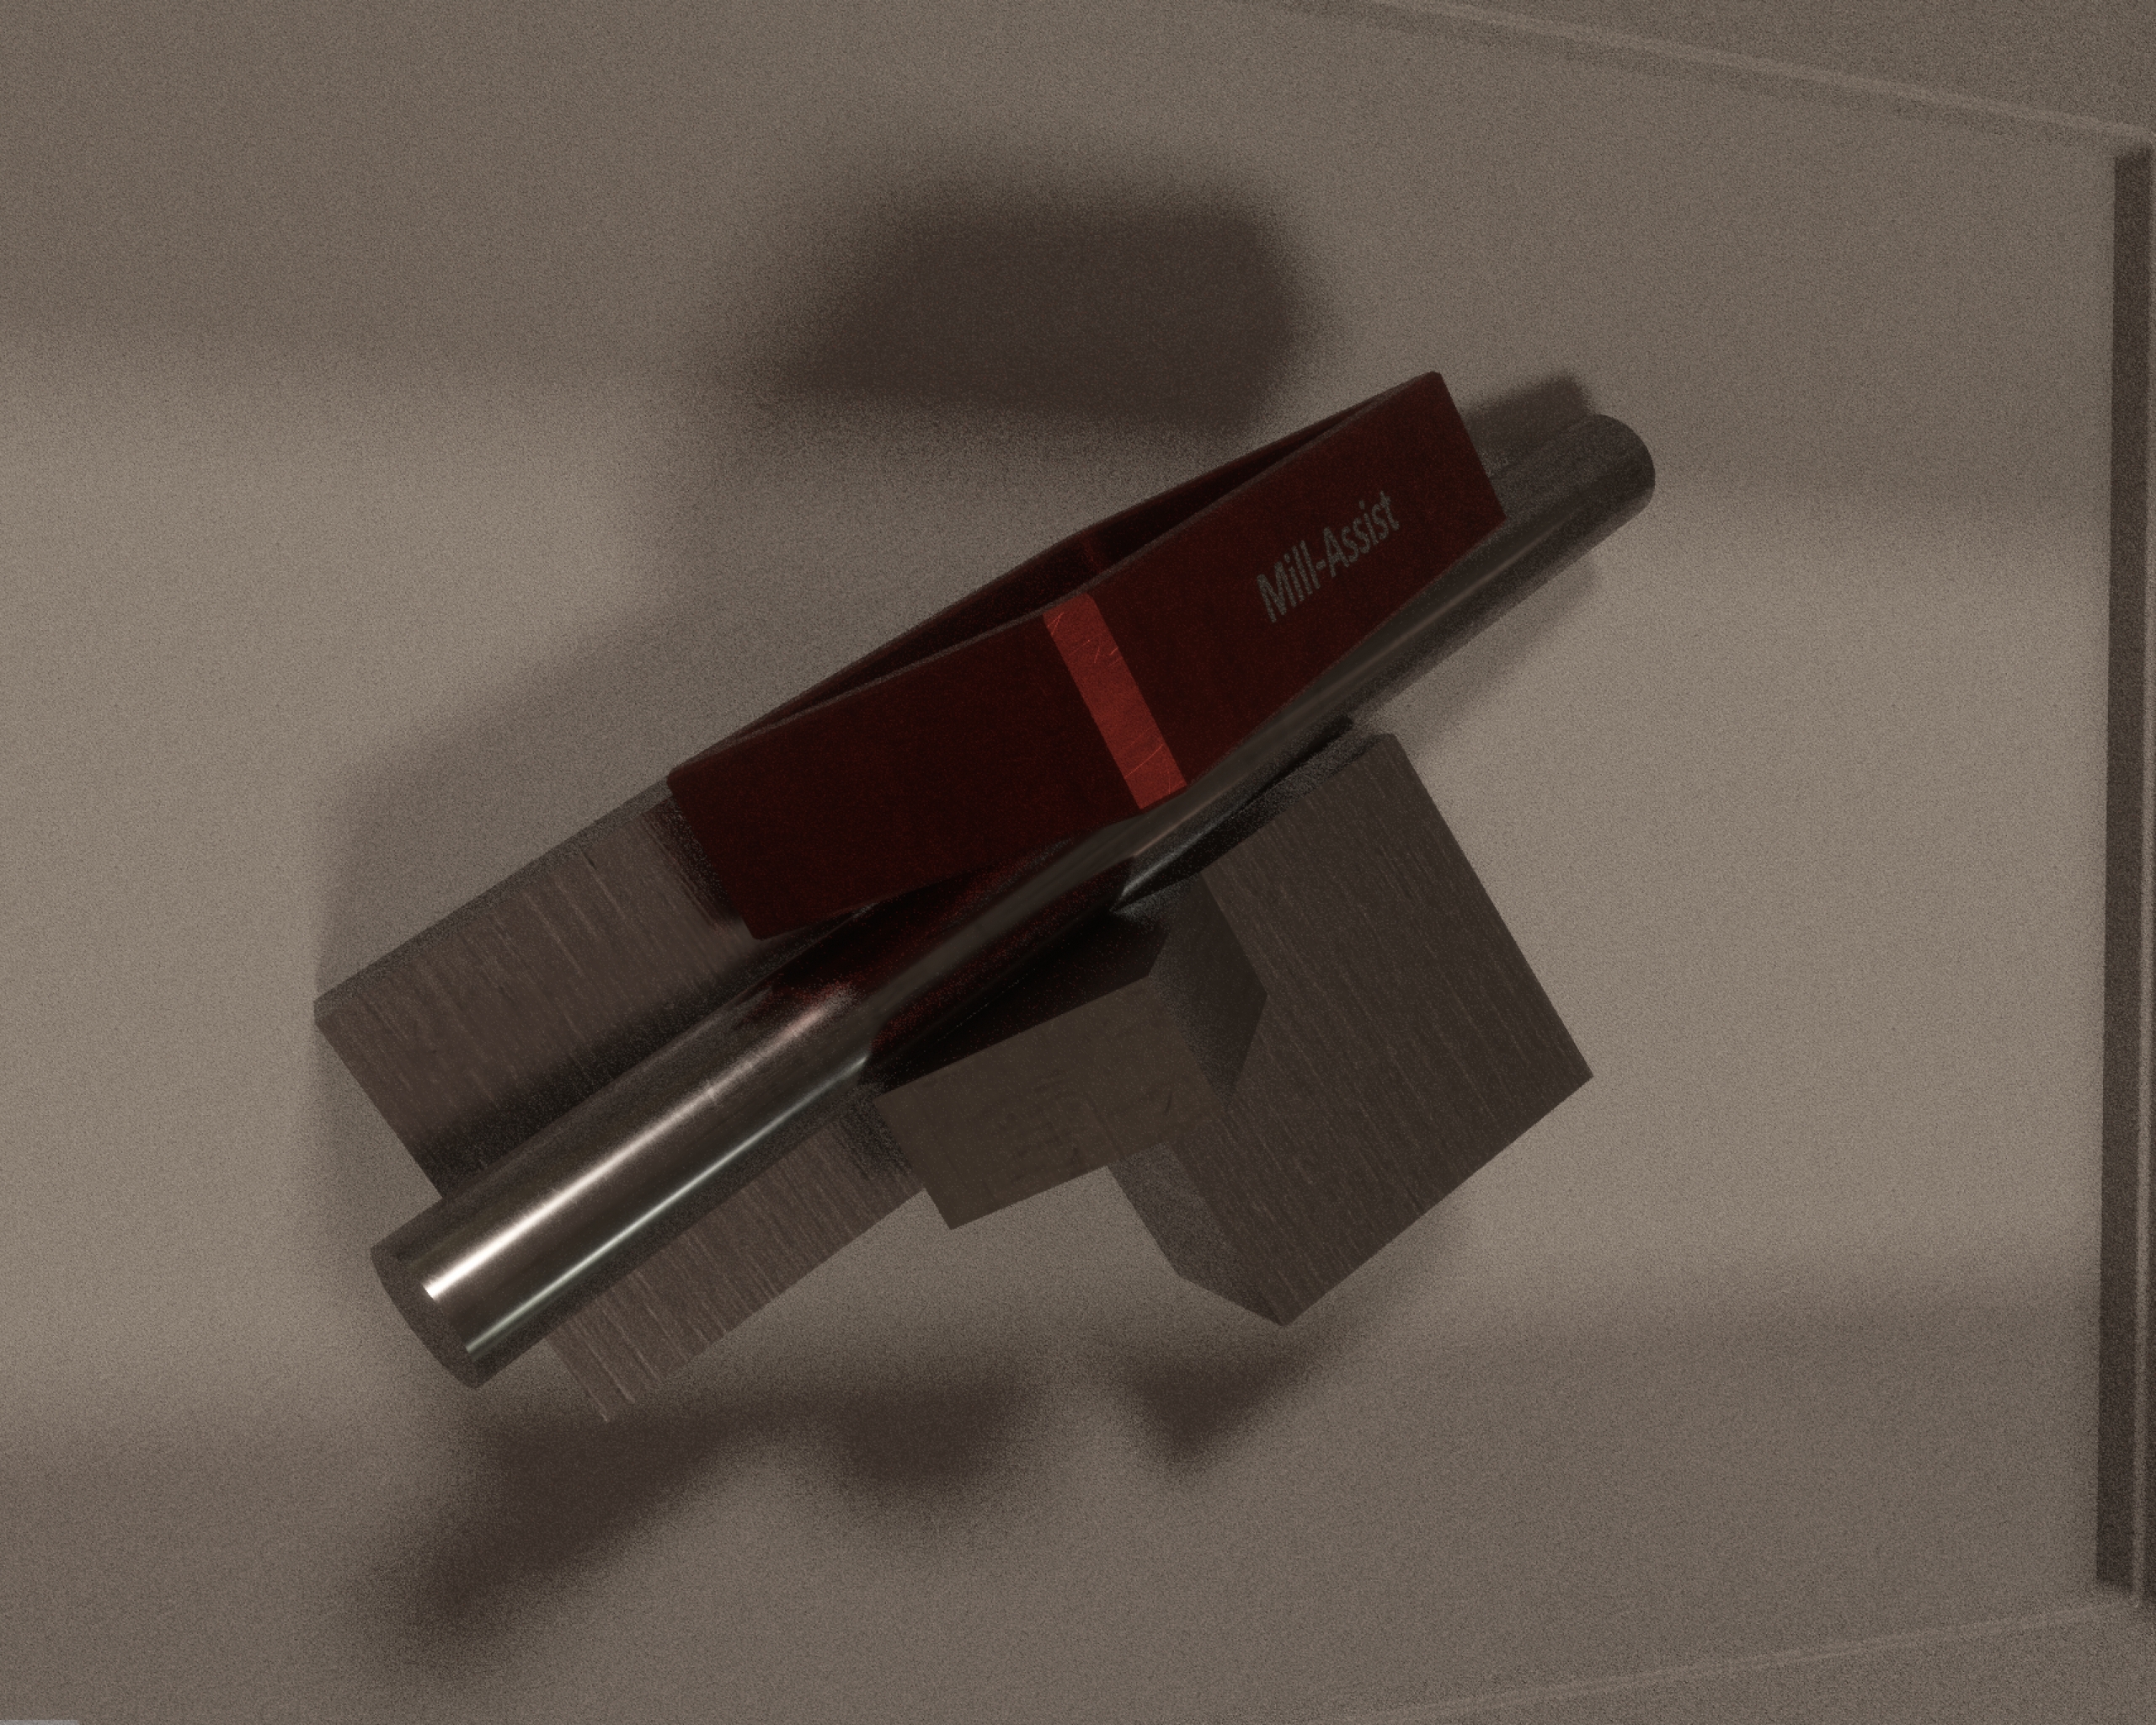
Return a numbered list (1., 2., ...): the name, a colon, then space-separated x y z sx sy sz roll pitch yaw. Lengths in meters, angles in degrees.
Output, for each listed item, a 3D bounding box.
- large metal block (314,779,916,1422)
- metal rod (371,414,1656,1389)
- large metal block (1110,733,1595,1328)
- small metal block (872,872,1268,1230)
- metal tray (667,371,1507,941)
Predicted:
1. large metal block: -0.075 0.036 0.367 0.080 0.050 0.080 -35 102 -17
2. metal rod: 0.011 -0.011 0.375 0.302 0.025 0.025 -36 102 -32
3. large metal block: 0.040 0.031 0.412 0.080 0.050 0.080 -35 102 -17
4. small metal block: 0.000 0.030 0.345 0.050 0.050 0.025 -25 101 19
5. metal tray: 0.006 -0.037 0.349 0.131 0.090 0.030 -40 107 -49
